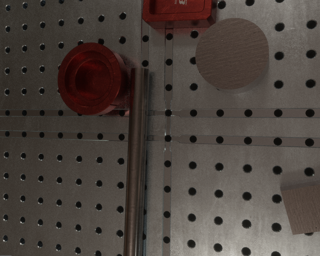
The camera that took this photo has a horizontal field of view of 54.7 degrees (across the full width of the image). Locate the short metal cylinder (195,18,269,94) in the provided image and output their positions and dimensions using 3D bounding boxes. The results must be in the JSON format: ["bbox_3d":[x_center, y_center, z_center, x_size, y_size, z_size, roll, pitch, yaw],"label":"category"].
[{"bbox_3d":[0.087,-0.083,0.368,0.080,0.050,0.079,0,90,19],"label":"short metal cylinder"}]

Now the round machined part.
[{"bbox_3d":[-0.089,-0.066,0.434,0.098,0.042,0.097,0,90,19],"label":"round machined part"}]

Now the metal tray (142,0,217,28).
[{"bbox_3d":[0.028,-0.198,0.399,0.090,0.030,0.129,5,92,19],"label":"metal tray"}]

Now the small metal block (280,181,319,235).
[{"bbox_3d":[0.170,0.090,0.353,0.050,0.025,0.050,-15,85,19],"label":"small metal block"}]

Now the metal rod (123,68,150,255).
[{"bbox_3d":[-0.033,0.069,0.423,0.025,0.025,0.298,3,91,19],"label":"metal rod"}]
